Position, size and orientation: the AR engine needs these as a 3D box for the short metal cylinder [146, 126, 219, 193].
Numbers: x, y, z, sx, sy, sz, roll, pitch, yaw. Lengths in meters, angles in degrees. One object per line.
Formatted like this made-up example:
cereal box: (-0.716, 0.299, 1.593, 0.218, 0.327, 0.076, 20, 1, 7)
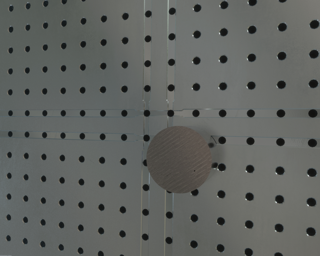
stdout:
short metal cylinder: (0.030, 0.037, 0.389, 0.080, 0.050, 0.080, 0, 90, 20)
